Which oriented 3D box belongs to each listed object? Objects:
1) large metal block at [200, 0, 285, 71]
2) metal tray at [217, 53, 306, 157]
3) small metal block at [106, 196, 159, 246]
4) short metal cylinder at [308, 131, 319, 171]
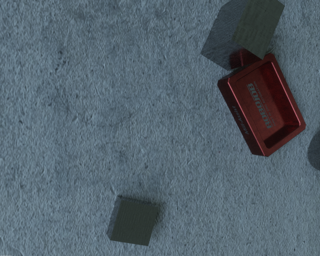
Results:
[{"bbox_3d":[0.109,-0.131,0.420,0.050,0.080,0.080,27,81,-18],"label":"large metal block"},{"bbox_3d":[0.154,-0.034,0.463,0.090,0.030,0.130,-32,101,-17],"label":"metal tray"},{"bbox_3d":[-0.035,0.119,0.396,0.050,0.025,0.050,17,84,-20],"label":"small metal block"},{"bbox_3d":[0.283,0.039,0.485,0.050,0.080,0.080,26,81,-18],"label":"short metal cylinder"}]
